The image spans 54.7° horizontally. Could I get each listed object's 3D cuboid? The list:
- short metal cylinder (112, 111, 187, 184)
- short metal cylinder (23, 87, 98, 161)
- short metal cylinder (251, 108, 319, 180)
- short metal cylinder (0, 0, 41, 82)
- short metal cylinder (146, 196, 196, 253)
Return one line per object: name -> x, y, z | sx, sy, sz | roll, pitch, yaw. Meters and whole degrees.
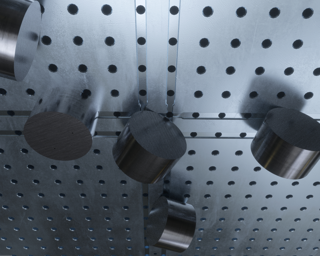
short metal cylinder -> -0.013, 0.024, 0.395 | 0.080, 0.080, 0.050 | 23, 127, -18
short metal cylinder -> -0.122, -0.004, 0.390 | 0.081, 0.050, 0.079 | 0, 130, 0
short metal cylinder -> 0.163, 0.018, 0.393 | 0.081, 0.080, 0.050 | 9, 130, -8
short metal cylinder -> -0.152, -0.090, 0.297 | 0.050, 0.080, 0.079 | 15, 129, -12
short metal cylinder -> 0.017, 0.159, 0.511 | 0.050, 0.080, 0.080 | 21, 127, -17
